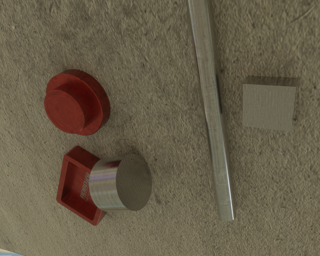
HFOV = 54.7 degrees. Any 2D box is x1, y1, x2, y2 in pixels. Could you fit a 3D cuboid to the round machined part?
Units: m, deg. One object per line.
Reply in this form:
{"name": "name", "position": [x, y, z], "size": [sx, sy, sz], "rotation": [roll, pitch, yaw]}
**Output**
{"name": "round machined part", "position": [-0.124, -0.031, 0.442], "size": [0.098, 0.042, 0.097], "rotation": [13, 124, 21]}

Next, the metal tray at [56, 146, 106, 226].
{"name": "metal tray", "position": [-0.127, 0.102, 0.533], "size": [0.090, 0.030, 0.129], "rotation": [30, 128, 9]}

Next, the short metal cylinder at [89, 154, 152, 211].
{"name": "short metal cylinder", "position": [-0.056, 0.080, 0.450], "size": [0.050, 0.080, 0.080], "rotation": [-11, 113, 33]}

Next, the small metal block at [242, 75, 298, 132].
{"name": "small metal block", "position": [0.116, -0.027, 0.329], "size": [0.050, 0.025, 0.050], "rotation": [7, 122, 24]}

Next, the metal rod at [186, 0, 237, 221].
{"name": "metal rod", "position": [0.065, -0.010, 0.366], "size": [0.025, 0.025, 0.298], "rotation": [2, 120, 27]}
